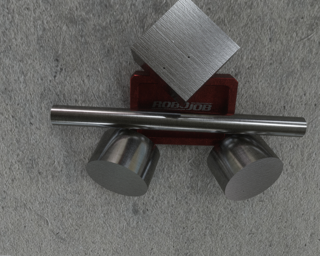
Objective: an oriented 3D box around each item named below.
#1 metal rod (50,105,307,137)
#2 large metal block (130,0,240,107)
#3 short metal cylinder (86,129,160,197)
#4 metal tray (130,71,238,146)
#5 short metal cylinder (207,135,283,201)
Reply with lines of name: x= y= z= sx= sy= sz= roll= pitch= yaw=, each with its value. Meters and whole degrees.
metal rod: x=0.023 y=-0.008 z=0.376 sx=0.302 sy=0.025 sz=0.025 roll=3 pitch=110 yaw=-2
large metal block: x=0.026 y=-0.082 z=0.345 sx=0.080 sy=0.050 sz=0.080 roll=45 pitch=87 yaw=2
short metal cylinder: x=-0.046 y=0.045 z=0.394 sx=0.080 sy=0.050 sz=0.080 roll=13 pitch=143 yaw=11
metal tray: x=0.028 y=-0.025 z=0.400 sx=0.131 sy=0.030 sz=0.089 roll=2 pitch=110 yaw=-1
short metal cylinder: x=0.108 y=0.049 z=0.399 sx=0.081 sy=0.050 sz=0.079 roll=-14 pitch=135 yaw=-14
